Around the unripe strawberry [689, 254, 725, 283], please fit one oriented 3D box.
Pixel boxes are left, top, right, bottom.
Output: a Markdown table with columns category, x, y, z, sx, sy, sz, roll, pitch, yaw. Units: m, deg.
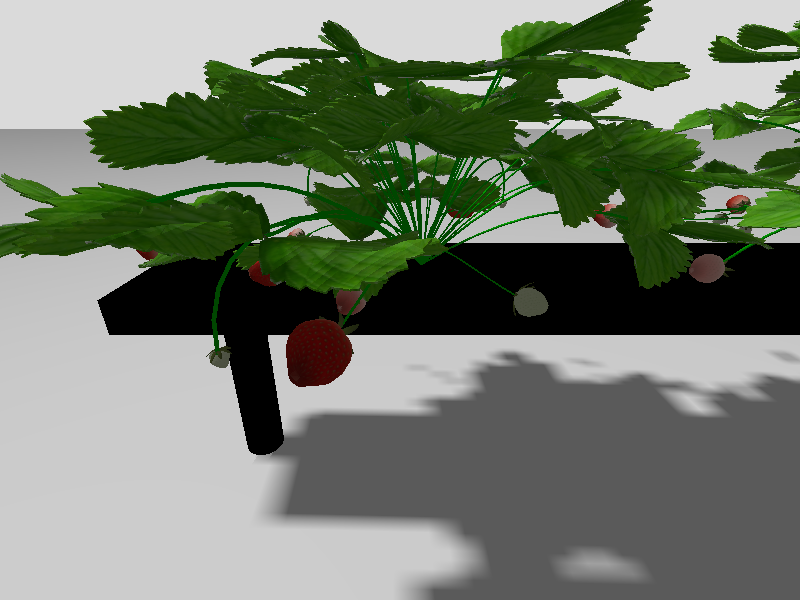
| category | x | y | z | sx | sy | sz | roll | pitch | yaw |
| --- | --- | --- | --- | --- | --- | --- | --- | --- | --- |
| unripe strawberry | 0.249 | -0.026 | 0.328 | 0.025 | 0.024 | 0.023 | -6 | 26 | -9 |

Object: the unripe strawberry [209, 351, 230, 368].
| category | x | y | z | sx | sy | sz | roll | pitch | yaw |
| --- | --- | --- | --- | --- | --- | --- | --- | --- | --- |
| unripe strawberry | -0.091 | 0.030 | 0.203 | 0.011 | 0.010 | 0.010 | 15 | 29 | 29 |

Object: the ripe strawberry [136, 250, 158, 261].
| category | x | y | z | sx | sy | sz | roll | pitch | yaw |
| --- | --- | --- | --- | --- | --- | --- | --- | --- | --- |
| ripe strawberry | -0.231 | -0.048 | 0.373 | 0.029 | 0.028 | 0.027 | 0 | 25 | 2 |

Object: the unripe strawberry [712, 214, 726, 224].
| category | x | y | z | sx | sy | sz | roll | pitch | yaw |
| --- | --- | --- | --- | --- | --- | --- | --- | --- | --- |
| unripe strawberry | 0.398 | -0.100 | 0.499 | 0.015 | 0.014 | 0.014 | -12 | -18 | -24 |

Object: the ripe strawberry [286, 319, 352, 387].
| category | x | y | z | sx | sy | sz | roll | pitch | yaw |
| --- | --- | --- | --- | --- | --- | --- | --- | --- | --- |
| ripe strawberry | -0.043 | 0.028 | 0.200 | 0.034 | 0.036 | 0.037 | 8 | 27 | 17 |

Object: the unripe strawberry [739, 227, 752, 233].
| category | x | y | z | sx | sy | sz | roll | pitch | yaw |
| --- | --- | --- | --- | --- | --- | --- | --- | --- | --- |
| unripe strawberry | 0.375 | -0.075 | 0.436 | 0.011 | 0.011 | 0.011 | 19 | 31 | 35 |

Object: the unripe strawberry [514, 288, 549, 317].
| category | x | y | z | sx | sy | sz | roll | pitch | yaw |
| --- | --- | --- | --- | --- | --- | --- | --- | --- | --- |
| unripe strawberry | 0.089 | 0.002 | 0.271 | 0.022 | 0.019 | 0.022 | -16 | 30 | -30 |

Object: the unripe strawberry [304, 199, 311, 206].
| category | x | y | z | sx | sy | sz | roll | pitch | yaw |
| --- | --- | --- | --- | --- | --- | --- | --- | --- | --- |
| unripe strawberry | -0.120 | -0.130 | 0.528 | 0.010 | 0.011 | 0.011 | -18 | 30 | -34 |

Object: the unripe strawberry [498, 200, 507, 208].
| category | x | y | z | sx | sy | sz | roll | pitch | yaw |
| --- | --- | --- | --- | --- | --- | --- | --- | --- | --- |
| unripe strawberry | 0.138 | -0.130 | 0.540 | 0.011 | 0.011 | 0.010 | 14 | 29 | 28 |

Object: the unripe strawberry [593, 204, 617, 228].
| category | x | y | z | sx | sy | sz | roll | pitch | yaw |
| --- | --- | --- | --- | --- | --- | --- | --- | --- | --- |
| unripe strawberry | 0.251 | -0.103 | 0.485 | 0.032 | 0.027 | 0.032 | 14 | 28 | 28 |

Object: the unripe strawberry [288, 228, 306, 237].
| category | x | y | z | sx | sy | sz | roll | pitch | yaw |
| --- | --- | --- | --- | --- | --- | --- | --- | --- | --- |
| unripe strawberry | -0.105 | -0.061 | 0.405 | 0.021 | 0.022 | 0.019 | -8 | 20 | 24 |

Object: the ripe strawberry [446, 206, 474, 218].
| category | x | y | z | sx | sy | sz | roll | pitch | yaw |
| --- | --- | --- | --- | --- | --- | --- | --- | --- | --- |
| ripe strawberry | 0.081 | -0.124 | 0.524 | 0.039 | 0.033 | 0.039 | 8 | 26 | 17 |

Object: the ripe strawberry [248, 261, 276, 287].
| category | x | y | z | sx | sy | sz | roll | pitch | yaw |
| --- | --- | --- | --- | --- | --- | --- | --- | --- | --- |
| ripe strawberry | -0.107 | -0.023 | 0.320 | 0.027 | 0.023 | 0.027 | -10 | 27 | -19 |

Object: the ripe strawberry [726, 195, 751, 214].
| category | x | y | z | sx | sy | sz | roll | pitch | yaw |
| --- | --- | --- | --- | --- | --- | --- | --- | --- | --- |
| ripe strawberry | 0.468 | -0.133 | 0.557 | 0.025 | 0.026 | 0.027 | 0 | 24 | 0 |
